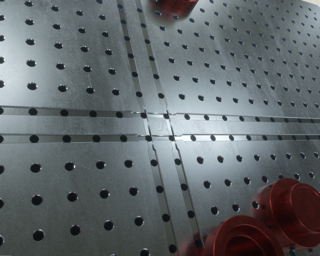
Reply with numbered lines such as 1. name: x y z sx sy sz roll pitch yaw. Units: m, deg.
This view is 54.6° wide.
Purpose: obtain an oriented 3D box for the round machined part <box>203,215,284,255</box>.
1. round machined part: 0.091 0.153 0.352 0.099 0.042 0.098 13 56 -21

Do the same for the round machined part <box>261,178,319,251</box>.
1. round machined part: 0.193 0.115 0.430 0.099 0.042 0.098 13 56 -21

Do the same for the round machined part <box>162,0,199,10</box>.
1. round machined part: 0.035 -0.273 0.582 0.099 0.042 0.098 13 56 -21
